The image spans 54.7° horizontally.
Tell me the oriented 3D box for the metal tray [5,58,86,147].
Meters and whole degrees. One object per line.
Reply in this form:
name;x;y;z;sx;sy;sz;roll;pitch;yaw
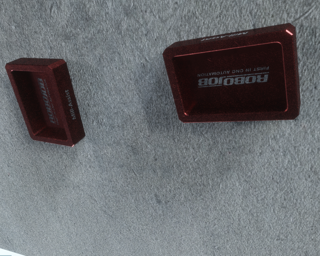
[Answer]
metal tray;-0.171;-0.038;0.469;0.090;0.030;0.129;7;122;24

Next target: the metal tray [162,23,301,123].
metal tray;0.076;-0.053;0.330;0.130;0.030;0.089;-1;118;28
